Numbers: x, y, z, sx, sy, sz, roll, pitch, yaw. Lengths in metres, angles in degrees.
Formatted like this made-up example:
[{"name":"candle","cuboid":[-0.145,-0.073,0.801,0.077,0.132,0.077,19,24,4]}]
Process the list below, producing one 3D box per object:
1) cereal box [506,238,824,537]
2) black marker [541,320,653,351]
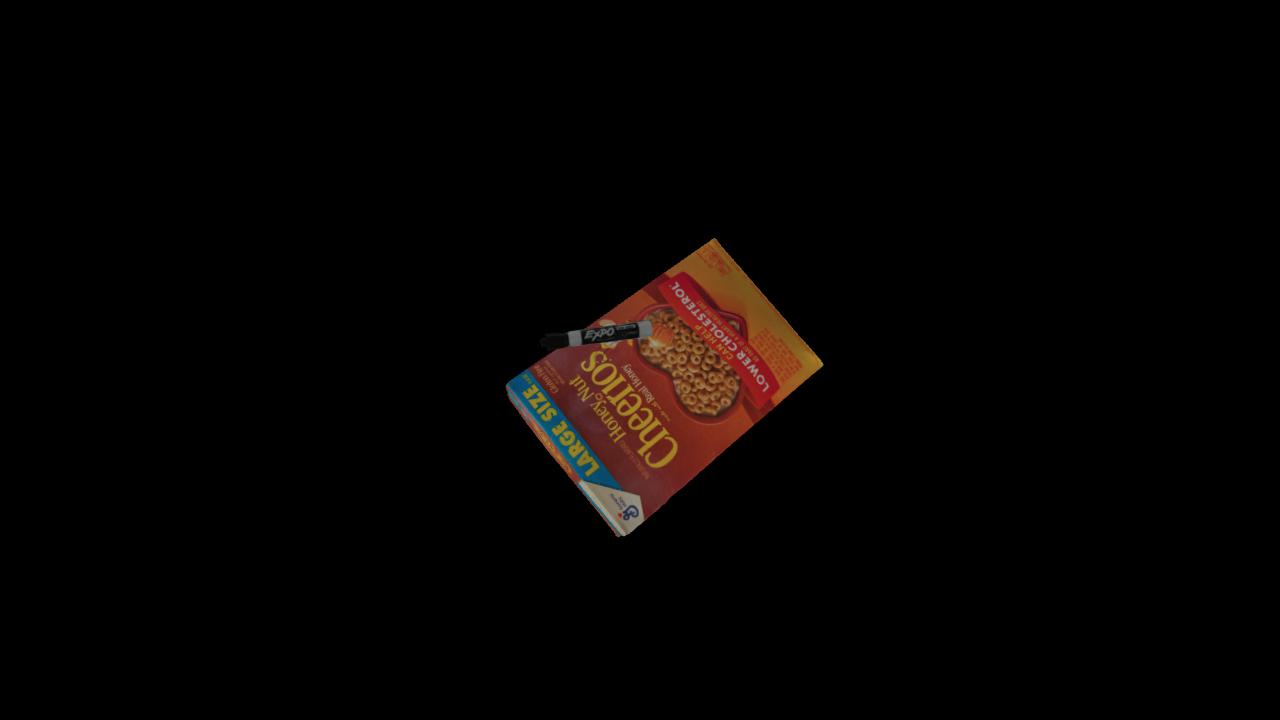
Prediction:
[{"name":"cereal box","cuboid":[0.031,0.025,0.702,0.306,0.203,0.081,-36,-8,-19]},{"name":"black marker","cuboid":[-0.046,-0.026,0.661,0.121,0.020,0.020,-8,2,-16]}]
